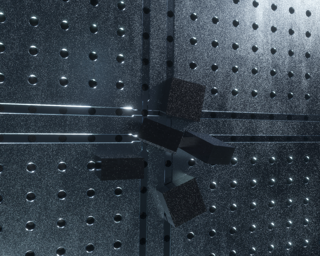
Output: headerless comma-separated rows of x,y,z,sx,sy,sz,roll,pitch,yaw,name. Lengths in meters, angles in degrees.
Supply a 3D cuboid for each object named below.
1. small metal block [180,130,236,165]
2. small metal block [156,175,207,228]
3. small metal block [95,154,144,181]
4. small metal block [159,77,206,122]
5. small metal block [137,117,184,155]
0.062,0.026,0.411,0.050,0.050,0.025,9,104,-46,small metal block
0.029,0.099,0.423,0.050,0.025,0.050,-22,98,-19,small metal block
-0.051,0.047,0.381,0.050,0.050,0.025,1,90,-20,small metal block
0.031,-0.038,0.424,0.050,0.025,0.050,12,86,-20,small metal block
0.001,0.012,0.391,0.050,0.050,0.025,21,82,5,small metal block
